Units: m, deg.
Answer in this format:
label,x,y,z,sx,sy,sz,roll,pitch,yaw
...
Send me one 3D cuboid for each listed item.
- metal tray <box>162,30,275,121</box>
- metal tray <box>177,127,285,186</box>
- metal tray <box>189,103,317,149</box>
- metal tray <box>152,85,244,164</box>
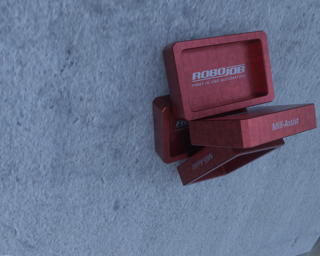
label,x,y,z,sx,sy,sz,roll,pitch,yaw
metal tray,0.075,-0.065,0.381,0.131,0.030,0.089,-13,99,-20
metal tray,0.093,0.040,0.430,0.091,0.030,0.129,-7,158,-32
metal tray,0.112,-0.005,0.374,0.131,0.090,0.030,-11,97,-34
metal tray,0.057,-0.010,0.430,0.131,0.030,0.089,-16,125,-20
